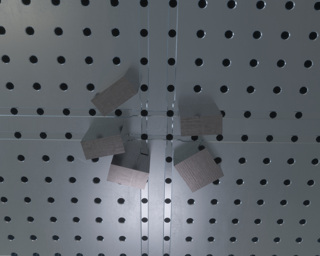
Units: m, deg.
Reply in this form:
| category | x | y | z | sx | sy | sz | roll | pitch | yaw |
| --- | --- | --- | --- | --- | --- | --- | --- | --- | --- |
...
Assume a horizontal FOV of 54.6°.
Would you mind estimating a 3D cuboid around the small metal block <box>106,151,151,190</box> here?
| category | x | y | z | sx | sy | sz | roll | pitch | yaw |
| --- | --- | --- | --- | --- | --- | --- | --- | --- | --- |
| small metal block | -0.041 | 0.054 | 0.420 | 0.050 | 0.050 | 0.025 | 15 | 110 | -6 |

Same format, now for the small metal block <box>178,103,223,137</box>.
| category | x | y | z | sx | sy | sz | roll | pitch | yaw |
| --- | --- | --- | --- | --- | --- | --- | --- | --- | --- |
| small metal block | 0.050 | -0.011 | 0.396 | 0.050 | 0.050 | 0.025 | -3 | 110 | 1 |

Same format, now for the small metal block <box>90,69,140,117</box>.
| category | x | y | z | sx | sy | sz | roll | pitch | yaw |
| --- | --- | --- | --- | --- | --- | --- | --- | --- | --- |
| small metal block | -0.053 | -0.045 | 0.383 | 0.050 | 0.050 | 0.025 | -34 | 107 | 12 |

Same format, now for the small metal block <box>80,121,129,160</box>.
| category | x | y | z | sx | sy | sz | roll | pitch | yaw |
| --- | --- | --- | --- | --- | --- | --- | --- | --- | --- |
| small metal block | -0.070 | 0.015 | 0.405 | 0.050 | 0.050 | 0.025 | -11 | 110 | 4 |

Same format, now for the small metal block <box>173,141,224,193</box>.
| category | x | y | z | sx | sy | sz | roll | pitch | yaw |
| --- | --- | --- | --- | --- | --- | --- | --- | --- | --- |
| small metal block | 0.053 | 0.054 | 0.434 | 0.050 | 0.025 | 0.050 | -31 | 107 | 11 |
